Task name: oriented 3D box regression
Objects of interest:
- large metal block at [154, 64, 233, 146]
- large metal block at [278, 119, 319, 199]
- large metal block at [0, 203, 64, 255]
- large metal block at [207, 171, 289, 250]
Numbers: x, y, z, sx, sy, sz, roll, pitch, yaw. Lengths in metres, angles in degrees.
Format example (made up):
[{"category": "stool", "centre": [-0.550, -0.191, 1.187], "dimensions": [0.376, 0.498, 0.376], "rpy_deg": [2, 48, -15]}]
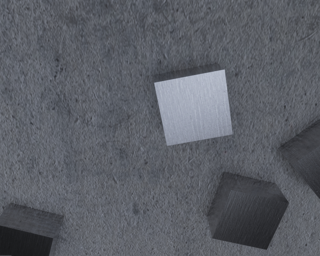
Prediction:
[{"category": "large metal block", "centre": [0.041, -0.030, 0.385], "dimensions": [0.080, 0.050, 0.079], "rpy_deg": [-10, 110, 3]}, {"category": "large metal block", "centre": [0.222, 0.041, 0.413], "dimensions": [0.080, 0.050, 0.080], "rpy_deg": [-39, 106, 13]}, {"category": "large metal block", "centre": [-0.197, 0.167, 0.456], "dimensions": [0.080, 0.050, 0.079], "rpy_deg": [16, 109, -6]}, {"category": "large metal block", "centre": [0.121, 0.117, 0.440], "dimensions": [0.080, 0.050, 0.079], "rpy_deg": [14, 110, -5]}]
